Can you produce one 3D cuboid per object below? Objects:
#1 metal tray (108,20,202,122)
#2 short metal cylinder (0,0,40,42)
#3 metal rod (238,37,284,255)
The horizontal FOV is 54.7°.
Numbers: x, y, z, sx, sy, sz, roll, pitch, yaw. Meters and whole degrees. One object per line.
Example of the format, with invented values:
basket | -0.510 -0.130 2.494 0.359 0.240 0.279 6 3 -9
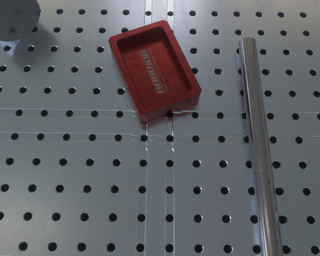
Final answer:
metal tray | -0.009 -0.083 0.438 0.091 0.030 0.130 -21 71 -8
short metal cylinder | -0.223 -0.172 0.444 0.080 0.080 0.050 -42 75 -14
metal rod | 0.129 0.014 0.407 0.025 0.025 0.299 0 70 0
